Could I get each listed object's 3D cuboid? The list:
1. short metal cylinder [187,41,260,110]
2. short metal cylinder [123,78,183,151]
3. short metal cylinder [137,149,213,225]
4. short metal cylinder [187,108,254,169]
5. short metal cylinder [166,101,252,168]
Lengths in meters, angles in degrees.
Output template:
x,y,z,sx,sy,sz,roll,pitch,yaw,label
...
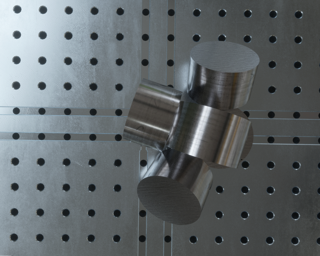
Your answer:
x,y,z,sx,sy,sz,roll,pitch,yaw,label
0.075,-0.066,0.379,0.081,0.080,0.050,2,130,0,short metal cylinder
-0.009,-0.016,0.385,0.050,0.080,0.080,19,90,0,short metal cylinder
0.019,0.072,0.380,0.080,0.050,0.079,14,129,18,short metal cylinder
0.073,0.010,0.400,0.081,0.050,0.080,0,89,0,short metal cylinder
0.052,0.007,0.335,0.080,0.080,0.050,17,90,0,short metal cylinder
